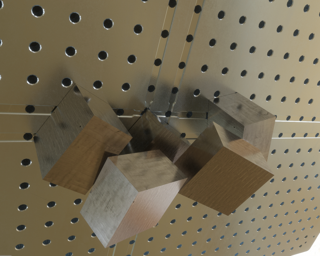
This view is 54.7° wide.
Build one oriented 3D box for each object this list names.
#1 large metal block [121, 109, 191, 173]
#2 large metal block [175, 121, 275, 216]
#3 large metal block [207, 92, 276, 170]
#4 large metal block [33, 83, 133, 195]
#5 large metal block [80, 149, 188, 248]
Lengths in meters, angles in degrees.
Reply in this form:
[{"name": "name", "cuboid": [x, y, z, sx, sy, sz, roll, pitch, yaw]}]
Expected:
[{"name": "large metal block", "cuboid": [-0.007, 0.035, 0.414, 0.080, 0.050, 0.080, -49, 129, 6]}, {"name": "large metal block", "cuboid": [0.074, 0.051, 0.379, 0.080, 0.050, 0.080, 29, 116, -23]}, {"name": "large metal block", "cuboid": [0.111, 0.006, 0.442, 0.050, 0.080, 0.079, -15, 125, -20]}, {"name": "large metal block", "cuboid": [-0.087, 0.010, 0.335, 0.050, 0.080, 0.080, 34, 99, -39]}, {"name": "large metal block", "cuboid": [-0.028, 0.074, 0.341, 0.081, 0.050, 0.079, -3, 130, -51]}]
